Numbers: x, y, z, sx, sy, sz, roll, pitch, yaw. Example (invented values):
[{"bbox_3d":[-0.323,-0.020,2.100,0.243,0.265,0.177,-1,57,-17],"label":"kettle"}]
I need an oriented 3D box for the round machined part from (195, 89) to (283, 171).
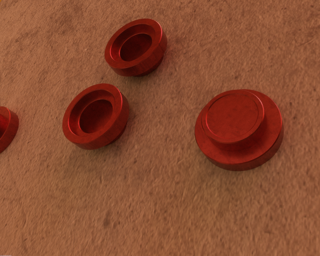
[{"bbox_3d":[0.086,-0.004,0.350,0.098,0.042,0.098,-13,56,20],"label":"round machined part"}]

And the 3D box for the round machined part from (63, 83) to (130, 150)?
[{"bbox_3d":[-0.086,-0.012,0.444,0.098,0.042,0.098,-13,56,20],"label":"round machined part"}]

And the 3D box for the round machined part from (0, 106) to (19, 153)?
[{"bbox_3d":[-0.304,0.002,0.548,0.098,0.042,0.098,-13,56,20],"label":"round machined part"}]

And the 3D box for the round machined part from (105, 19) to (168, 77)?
[{"bbox_3d":[-0.033,-0.119,0.482,0.098,0.042,0.098,-13,56,20],"label":"round machined part"}]
